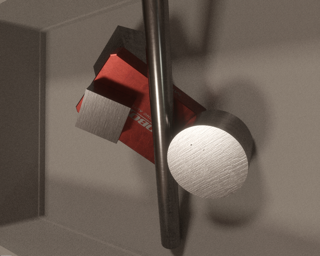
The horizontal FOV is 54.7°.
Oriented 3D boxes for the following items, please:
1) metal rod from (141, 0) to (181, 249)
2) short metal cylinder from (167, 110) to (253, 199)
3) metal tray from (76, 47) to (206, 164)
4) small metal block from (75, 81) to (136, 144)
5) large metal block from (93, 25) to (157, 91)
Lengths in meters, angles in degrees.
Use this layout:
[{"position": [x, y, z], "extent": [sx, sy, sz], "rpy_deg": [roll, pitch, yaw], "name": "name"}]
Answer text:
[{"position": [0.004, 0.008, 0.341], "extent": [0.025, 0.025, 0.298], "rpy_deg": [14, 118, 39], "name": "metal rod"}, {"position": [0.054, 0.026, 0.325], "extent": [0.080, 0.050, 0.079], "rpy_deg": [8, 113, 19], "name": "short metal cylinder"}, {"position": [-0.021, -0.021, 0.369], "extent": [0.130, 0.030, 0.090], "rpy_deg": [36, 119, -11], "name": "metal tray"}, {"position": [-0.061, -0.017, 0.346], "extent": [0.050, 0.025, 0.050], "rpy_deg": [23, 121, -4], "name": "small metal block"}, {"position": [-0.042, -0.071, 0.406], "extent": [0.080, 0.050, 0.080], "rpy_deg": [-44, 54, 43], "name": "large metal block"}]
